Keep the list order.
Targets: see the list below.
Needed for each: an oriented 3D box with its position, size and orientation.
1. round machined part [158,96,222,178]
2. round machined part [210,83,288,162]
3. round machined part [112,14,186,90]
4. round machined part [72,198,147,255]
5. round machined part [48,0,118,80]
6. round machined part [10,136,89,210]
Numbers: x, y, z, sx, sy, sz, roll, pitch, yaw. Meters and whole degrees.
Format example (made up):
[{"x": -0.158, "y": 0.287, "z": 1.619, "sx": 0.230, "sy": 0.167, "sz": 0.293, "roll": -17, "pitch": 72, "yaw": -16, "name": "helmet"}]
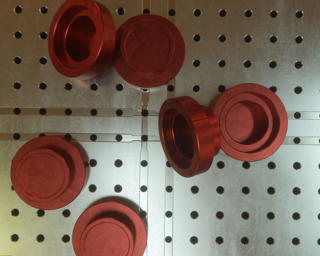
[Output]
[{"x": 0.039, "y": 0.008, "z": 0.382, "sx": 0.042, "sy": 0.098, "sz": 0.098, "roll": -13, "pitch": 90, "yaw": -24, "name": "round machined part"}, {"x": 0.109, "y": -0.006, "z": 0.403, "sx": 0.099, "sy": 0.042, "sz": 0.097, "roll": 0, "pitch": 89, "yaw": -5, "name": "round machined part"}, {"x": -0.016, "y": -0.101, "z": 0.405, "sx": 0.099, "sy": 0.042, "sz": 0.097, "roll": 0, "pitch": 90, "yaw": 0, "name": "round machined part"}, {"x": -0.066, "y": 0.145, "z": 0.405, "sx": 0.099, "sy": 0.042, "sz": 0.097, "roll": 0, "pitch": 90, "yaw": 0, "name": "round machined part"}, {"x": -0.092, "y": -0.109, "z": 0.390, "sx": 0.098, "sy": 0.042, "sz": 0.097, "roll": 0, "pitch": 90, "yaw": 33, "name": "round machined part"}, {"x": -0.146, "y": 0.059, "z": 0.404, "sx": 0.099, "sy": 0.042, "sz": 0.097, "roll": 0, "pitch": 90, "yaw": 0, "name": "round machined part"}]
